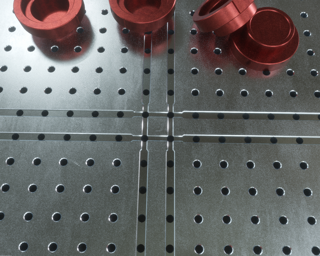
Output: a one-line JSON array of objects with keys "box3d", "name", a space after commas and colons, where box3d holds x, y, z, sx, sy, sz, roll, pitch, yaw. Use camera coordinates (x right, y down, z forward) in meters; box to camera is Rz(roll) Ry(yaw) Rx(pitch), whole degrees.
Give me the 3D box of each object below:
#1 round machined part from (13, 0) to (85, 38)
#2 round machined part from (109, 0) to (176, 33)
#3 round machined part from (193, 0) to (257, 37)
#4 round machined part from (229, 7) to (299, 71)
[{"box3d": [-0.162, -0.175, 0.466, 0.099, 0.042, 0.098, 0, 70, 0], "name": "round machined part"}, {"box3d": [-0.026, -0.186, 0.471, 0.099, 0.042, 0.098, 0, 70, 0], "name": "round machined part"}, {"box3d": [0.099, -0.170, 0.446, 0.042, 0.098, 0.098, 47, 72, -25], "name": "round machined part"}, {"box3d": [0.155, -0.136, 0.453, 0.099, 0.042, 0.098, 0, 70, 0], "name": "round machined part"}]
